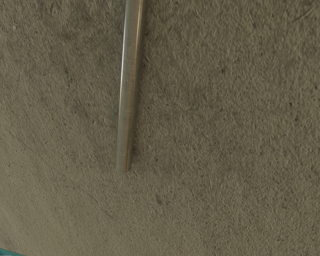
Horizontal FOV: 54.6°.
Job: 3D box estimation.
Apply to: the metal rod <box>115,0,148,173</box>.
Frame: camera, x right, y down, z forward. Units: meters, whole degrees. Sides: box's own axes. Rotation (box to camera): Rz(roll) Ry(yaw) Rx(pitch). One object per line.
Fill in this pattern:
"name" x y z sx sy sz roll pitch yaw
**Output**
"metal rod" -0.037 -0.061 0.389 0.025 0.025 0.298 20 126 16
